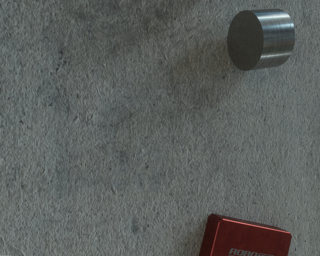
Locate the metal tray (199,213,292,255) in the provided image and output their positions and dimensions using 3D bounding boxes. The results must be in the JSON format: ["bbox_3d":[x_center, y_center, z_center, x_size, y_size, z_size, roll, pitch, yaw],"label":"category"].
[{"bbox_3d":[0.124,0.183,0.452,0.131,0.030,0.090,17,84,-19],"label":"metal tray"}]

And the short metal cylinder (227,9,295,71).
[{"bbox_3d":[0.138,-0.122,0.430,0.050,0.080,0.080,-11,94,-20],"label":"short metal cylinder"}]
